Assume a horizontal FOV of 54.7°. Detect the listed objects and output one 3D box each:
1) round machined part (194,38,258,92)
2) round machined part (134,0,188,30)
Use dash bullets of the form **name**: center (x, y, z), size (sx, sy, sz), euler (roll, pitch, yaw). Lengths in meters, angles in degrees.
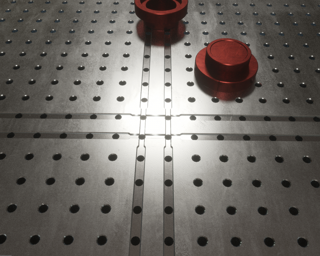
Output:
- **round machined part**: center (0.105, -0.104, 0.485), size (0.099, 0.042, 0.098), euler (0, 50, 0)
- **round machined part**: center (0.002, -0.221, 0.582), size (0.099, 0.042, 0.098), euler (0, 50, 0)
